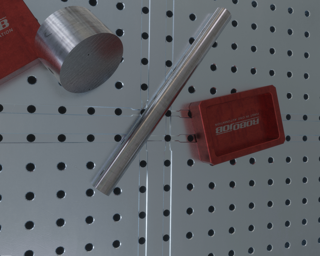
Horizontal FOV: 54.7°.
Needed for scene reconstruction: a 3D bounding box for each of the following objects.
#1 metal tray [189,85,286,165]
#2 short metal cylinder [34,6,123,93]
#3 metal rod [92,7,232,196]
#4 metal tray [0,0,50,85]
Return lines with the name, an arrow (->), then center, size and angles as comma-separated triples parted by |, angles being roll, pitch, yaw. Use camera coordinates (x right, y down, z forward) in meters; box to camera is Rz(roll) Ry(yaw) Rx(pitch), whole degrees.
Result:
metal tray -> 0.115, -0.007, 0.452 | 0.131, 0.030, 0.089 | -14, 95, -20
short metal cylinder -> -0.088, -0.085, 0.343 | 0.080, 0.080, 0.050 | -38, 69, -16
metal rod -> 0.009, -0.043, 0.415 | 0.025, 0.025, 0.300 | 38, 78, -16
metal tray -> -0.197, -0.091, 0.337 | 0.131, 0.030, 0.090 | -36, 102, -16
